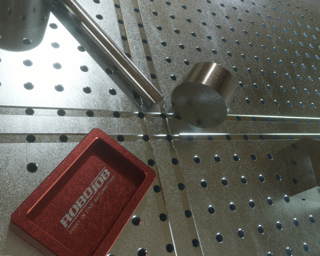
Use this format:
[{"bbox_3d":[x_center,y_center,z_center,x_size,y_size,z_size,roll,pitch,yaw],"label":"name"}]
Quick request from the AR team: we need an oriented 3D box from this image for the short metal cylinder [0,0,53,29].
[{"bbox_3d":[-0.182,-0.177,0.403,0.081,0.050,0.080,14,56,-21],"label":"short metal cylinder"}]

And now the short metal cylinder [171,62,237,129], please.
[{"bbox_3d":[0.062,-0.046,0.436,0.080,0.080,0.050,36,51,-5],"label":"short metal cylinder"}]

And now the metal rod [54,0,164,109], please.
[{"bbox_3d":[-0.104,-0.146,0.442,0.300,0.025,0.025,48,51,5],"label":"metal rod"}]

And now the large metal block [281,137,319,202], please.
[{"bbox_3d":[0.247,0.068,0.486,0.081,0.050,0.080,15,56,-20],"label":"large metal block"}]

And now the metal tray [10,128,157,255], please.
[{"bbox_3d":[-0.073,0.072,0.322,0.090,0.030,0.130,38,51,-3],"label":"metal tray"}]
